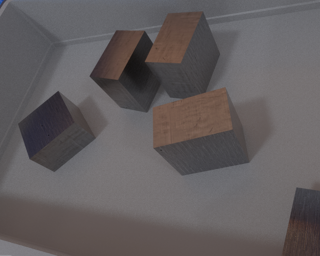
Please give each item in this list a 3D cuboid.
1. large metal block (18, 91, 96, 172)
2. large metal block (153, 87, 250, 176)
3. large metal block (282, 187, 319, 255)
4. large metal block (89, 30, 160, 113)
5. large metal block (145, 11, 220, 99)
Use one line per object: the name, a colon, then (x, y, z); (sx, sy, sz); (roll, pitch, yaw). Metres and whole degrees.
large metal block: (-0.156, 0.005, 0.467); (0.080, 0.050, 0.080); (-39, 51, 1)
large metal block: (0.046, 0.008, 0.340); (0.080, 0.080, 0.050); (-15, 56, 20)
large metal block: (0.141, 0.097, 0.235); (0.080, 0.050, 0.080); (5, 33, 30)
large metal block: (-0.040, -0.079, 0.438); (0.050, 0.080, 0.080); (12, 68, 33)
large metal block: (0.034, -0.093, 0.409); (0.050, 0.080, 0.080); (10, 67, 32)
